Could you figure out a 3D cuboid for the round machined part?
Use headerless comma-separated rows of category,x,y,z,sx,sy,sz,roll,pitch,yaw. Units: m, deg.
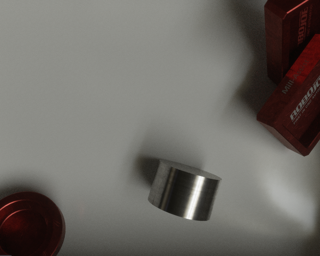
round machined part,-0.169,0.133,0.388,0.099,0.042,0.098,2,63,-4

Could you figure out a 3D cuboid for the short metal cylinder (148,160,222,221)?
short metal cylinder,0.031,0.075,0.384,0.080,0.080,0.050,17,90,-1

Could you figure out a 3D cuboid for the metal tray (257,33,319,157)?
metal tray,0.190,-0.039,0.387,0.090,0.030,0.130,34,92,-33

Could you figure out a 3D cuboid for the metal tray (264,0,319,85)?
metal tray,0.172,-0.113,0.364,0.090,0.130,0.030,-33,55,0
